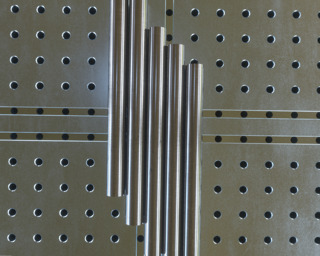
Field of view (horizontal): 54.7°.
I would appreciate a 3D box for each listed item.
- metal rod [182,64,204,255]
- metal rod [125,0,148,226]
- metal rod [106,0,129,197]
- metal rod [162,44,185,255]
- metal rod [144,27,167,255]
[{"bbox_3d":[0.043,0.066,0.413,0.025,0.025,0.298,1,90,-1],"label":"metal rod"},{"bbox_3d":[-0.031,-0.023,0.412,0.025,0.025,0.298,1,90,-1],"label":"metal rod"},{"bbox_3d":[-0.056,-0.060,0.412,0.025,0.025,0.298,1,90,-1],"label":"metal rod"},{"bbox_3d":[0.018,0.040,0.413,0.025,0.025,0.298,1,90,-1],"label":"metal rod"},{"bbox_3d":[-0.006,0.018,0.413,0.025,0.025,0.298,1,90,-1],"label":"metal rod"}]
